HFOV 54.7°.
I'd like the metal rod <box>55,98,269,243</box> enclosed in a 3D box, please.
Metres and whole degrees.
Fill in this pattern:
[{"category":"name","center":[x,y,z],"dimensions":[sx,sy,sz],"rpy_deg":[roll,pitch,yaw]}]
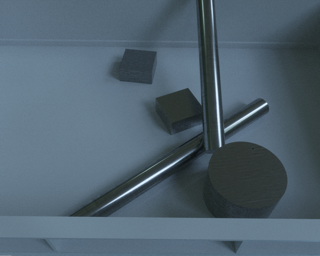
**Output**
[{"category":"metal rod","center":[0.021,0.038,0.373],"dimensions":[0.302,0.025,0.025],"rpy_deg":[-29,56,-23]}]

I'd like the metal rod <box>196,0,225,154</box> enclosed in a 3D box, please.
[{"category":"metal rod","center":[0.063,-0.115,0.406],"dimensions":[0.025,0.025,0.299],"rpy_deg":[0,73,-1]}]

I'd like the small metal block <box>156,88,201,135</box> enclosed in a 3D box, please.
[{"category":"small metal block","center":[0.027,-0.023,0.425],"dimensions":[0.050,0.025,0.050],"rpy_deg":[-19,53,-16]}]

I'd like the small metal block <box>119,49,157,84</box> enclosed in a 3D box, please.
[{"category":"small metal block","center":[-0.033,-0.097,0.486],"dimensions":[0.050,0.025,0.050],"rpy_deg":[6,50,5]}]

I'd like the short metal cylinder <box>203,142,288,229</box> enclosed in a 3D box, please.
[{"category":"short metal cylinder","center":[0.090,0.062,0.338],"dimensions":[0.081,0.050,0.080],"rpy_deg":[0,50,0]}]
